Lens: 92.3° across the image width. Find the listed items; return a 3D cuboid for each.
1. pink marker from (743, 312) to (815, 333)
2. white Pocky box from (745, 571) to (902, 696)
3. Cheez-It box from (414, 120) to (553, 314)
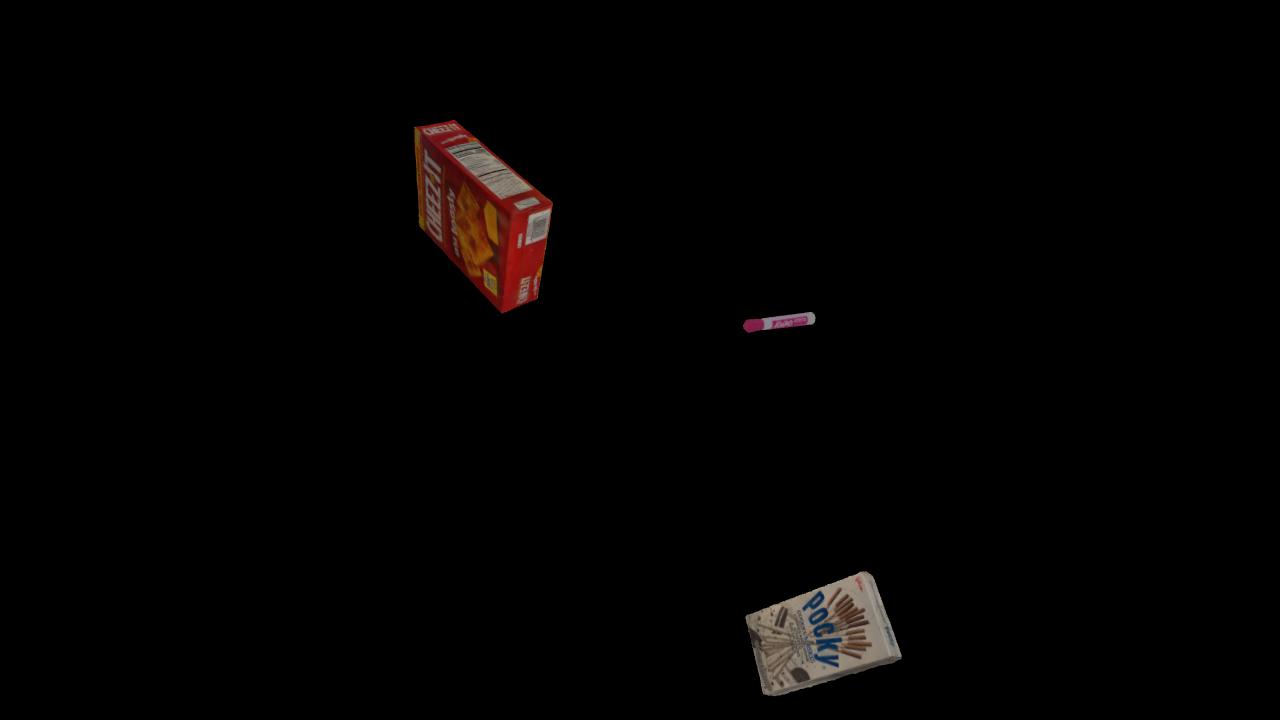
[{"bbox_3d":[0.200,-0.055,0.884,0.121,0.020,0.020,-8,3,-25],"label":"pink marker"},{"bbox_3d":[0.185,0.288,0.643,0.028,0.084,0.154,26,-50,-37],"label":"white Pocky box"},{"bbox_3d":[-0.220,-0.197,0.840,0.071,0.166,0.223,-28,61,-36],"label":"Cheez-It box"}]
